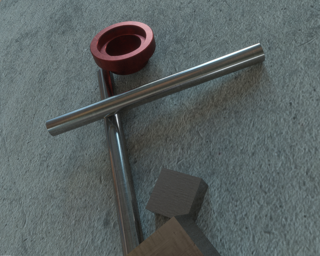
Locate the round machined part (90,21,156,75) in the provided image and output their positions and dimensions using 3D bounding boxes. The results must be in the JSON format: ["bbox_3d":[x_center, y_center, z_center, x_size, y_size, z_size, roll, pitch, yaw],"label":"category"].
[{"bbox_3d":[-0.055,-0.120,0.483,0.098,0.042,0.098,-6,51,8],"label":"round machined part"}]

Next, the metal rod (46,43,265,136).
[{"bbox_3d":[-0.012,-0.048,0.415,0.301,0.025,0.025,-19,54,8],"label":"metal rod"}]

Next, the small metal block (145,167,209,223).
[{"bbox_3d":[0.019,0.077,0.346,0.050,0.025,0.050,11,67,32],"label":"small metal block"}]

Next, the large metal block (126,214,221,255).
[{"bbox_3d":[0.025,0.123,0.265,0.050,0.080,0.080,-40,71,1],"label":"large metal block"}]

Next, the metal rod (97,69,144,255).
[{"bbox_3d":[-0.057,0.028,0.414,0.025,0.025,0.299,-25,53,13],"label":"metal rod"}]
